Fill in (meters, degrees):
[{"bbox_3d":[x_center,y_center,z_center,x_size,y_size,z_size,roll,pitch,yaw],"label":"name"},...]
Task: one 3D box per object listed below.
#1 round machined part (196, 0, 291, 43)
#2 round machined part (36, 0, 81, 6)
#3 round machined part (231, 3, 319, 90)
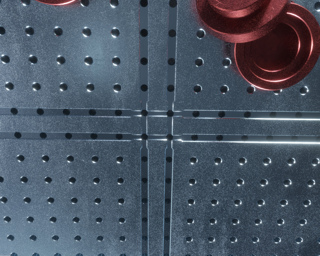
[{"bbox_3d":[0.085,-0.144,0.325,0.098,0.042,0.098,-5,78,22],"label":"round machined part"},{"bbox_3d":[-0.112,-0.185,0.335,0.099,0.042,0.097,0,110,0],"label":"round machined part"},{"bbox_3d":[0.134,-0.097,0.369,0.099,0.042,0.097,0,110,0],"label":"round machined part"}]
